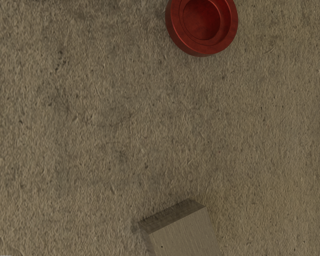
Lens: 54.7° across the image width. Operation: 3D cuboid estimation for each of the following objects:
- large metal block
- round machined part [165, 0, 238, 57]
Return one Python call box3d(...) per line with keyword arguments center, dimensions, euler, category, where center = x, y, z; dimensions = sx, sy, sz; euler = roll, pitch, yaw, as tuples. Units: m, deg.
box3d(center=(0.026, 0.150, 0.406), dimensions=(0.081, 0.050, 0.080), euler=(-21, 97, -19), category="large metal block")
box3d(center=(0.053, -0.144, 0.419), dimensions=(0.099, 0.042, 0.097), euler=(0, 90, -20), category="round machined part")
